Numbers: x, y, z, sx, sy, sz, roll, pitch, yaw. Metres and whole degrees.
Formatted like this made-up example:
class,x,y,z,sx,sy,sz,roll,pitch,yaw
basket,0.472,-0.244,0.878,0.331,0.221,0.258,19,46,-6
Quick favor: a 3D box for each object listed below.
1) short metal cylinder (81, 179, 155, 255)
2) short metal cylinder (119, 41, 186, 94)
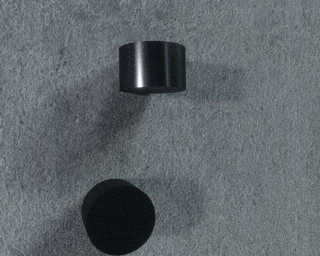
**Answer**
class,x,y,z,sx,sy,sz,roll,pitch,yaw
short metal cylinder,-0.052,0.105,0.377,0.081,0.050,0.080,0,90,-20
short metal cylinder,-0.009,-0.070,0.376,0.081,0.080,0.050,-1,91,-20
